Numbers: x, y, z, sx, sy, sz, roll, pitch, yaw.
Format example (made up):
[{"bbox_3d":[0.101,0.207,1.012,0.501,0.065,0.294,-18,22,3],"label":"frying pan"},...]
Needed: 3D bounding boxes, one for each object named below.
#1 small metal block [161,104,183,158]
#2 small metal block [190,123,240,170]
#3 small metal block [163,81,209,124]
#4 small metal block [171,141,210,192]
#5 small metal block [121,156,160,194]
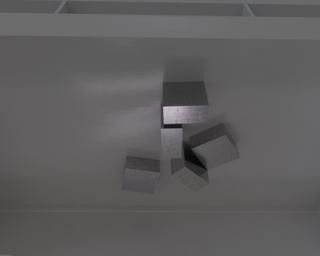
[{"bbox_3d":[0.014,0.003,0.396,0.025,0.050,0.050,-1,130,1],"label":"small metal block"},{"bbox_3d":[0.077,0.027,0.432,0.050,0.025,0.050,-25,126,19],"label":"small metal block"},{"bbox_3d":[0.029,-0.031,0.367,0.050,0.050,0.025,-2,130,1],"label":"small metal block"},{"bbox_3d":[0.042,0.054,0.439,0.025,0.050,0.050,-37,121,27],"label":"small metal block"},{"bbox_3d":[-0.030,0.071,0.469,0.050,0.025,0.050,8,130,-8],"label":"small metal block"}]
